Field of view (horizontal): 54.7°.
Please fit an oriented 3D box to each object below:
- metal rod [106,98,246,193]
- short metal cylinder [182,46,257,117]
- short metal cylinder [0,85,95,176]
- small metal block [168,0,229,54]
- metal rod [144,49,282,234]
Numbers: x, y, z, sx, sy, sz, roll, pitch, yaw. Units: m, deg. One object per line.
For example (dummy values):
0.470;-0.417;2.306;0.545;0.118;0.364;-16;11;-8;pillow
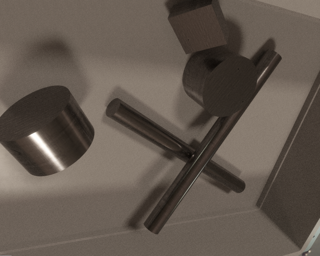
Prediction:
0.043;0.040;0.458;0.301;0.025;0.025;33;100;-39;metal rod
0.076;-0.061;0.398;0.081;0.050;0.079;-14;125;-21;short metal cylinder
-0.114;0.001;0.312;0.080;0.080;0.050;-31;129;-9;short metal cylinder
0.044;-0.115;0.345;0.050;0.025;0.050;-8;137;29;small metal block
0.074;0.019;0.435;0.025;0.025;0.299;35;90;-39;metal rod
